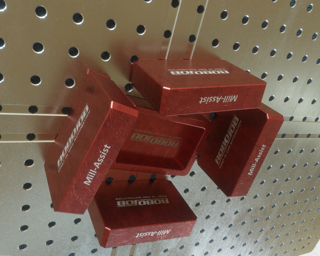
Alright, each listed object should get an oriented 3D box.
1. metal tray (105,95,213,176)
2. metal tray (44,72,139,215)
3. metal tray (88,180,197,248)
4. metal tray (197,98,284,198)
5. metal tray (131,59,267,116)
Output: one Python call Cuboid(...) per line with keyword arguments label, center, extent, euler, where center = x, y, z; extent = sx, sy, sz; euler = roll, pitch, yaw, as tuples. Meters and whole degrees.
Cuboid(label="metal tray", center=(-0.002, 0.015, 0.414), extent=(0.131, 0.030, 0.089), euler=(12, 112, -34))
Cuboid(label="metal tray", center=(-0.080, 0.015, 0.334), extent=(0.030, 0.090, 0.129), euler=(20, 108, -35))
Cuboid(label="metal tray", center=(-0.027, 0.111, 0.423), extent=(0.131, 0.090, 0.030), euler=(4, 117, -30))
Cuboid(label="metal tray", center=(0.107, 0.021, 0.439), extent=(0.030, 0.090, 0.129), euler=(4, 116, -31))
Cuboid(label="metal tray", center=(0.043, -0.051, 0.360), extent=(0.131, 0.090, 0.030), euler=(-6, 121, -25))
